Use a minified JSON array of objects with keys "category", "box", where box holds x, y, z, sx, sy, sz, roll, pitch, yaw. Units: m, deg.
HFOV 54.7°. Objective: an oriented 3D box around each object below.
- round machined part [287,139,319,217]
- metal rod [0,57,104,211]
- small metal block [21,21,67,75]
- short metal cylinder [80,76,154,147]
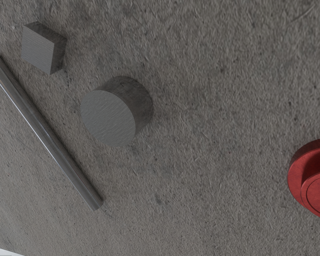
[{"category":"round machined part","box":[0.190,0.062,0.334,0.098,0.042,0.097,13,124,21]},{"category":"metal rod","box":[-0.186,0.016,0.514,0.025,0.025,0.299,-21,108,36]},{"category":"small metal block","box":[-0.159,-0.109,0.423,0.050,0.025,0.050,31,129,7]},{"category":"short metal cylinder","box":[-0.056,-0.022,0.406,0.080,0.050,0.079,13,124,21]}]
